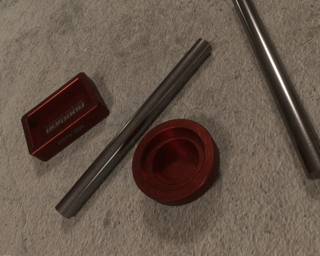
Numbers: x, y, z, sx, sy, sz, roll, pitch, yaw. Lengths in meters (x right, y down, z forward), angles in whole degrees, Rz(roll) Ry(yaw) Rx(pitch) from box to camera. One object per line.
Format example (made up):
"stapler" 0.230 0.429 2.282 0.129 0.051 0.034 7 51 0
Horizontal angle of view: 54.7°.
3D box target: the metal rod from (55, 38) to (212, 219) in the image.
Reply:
"metal rod" -0.031 -0.005 0.421 0.025 0.025 0.300 34 80 38

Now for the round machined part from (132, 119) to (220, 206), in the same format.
"round machined part" 0.021 0.042 0.355 0.098 0.042 0.098 -13 56 20

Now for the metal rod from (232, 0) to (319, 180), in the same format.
"metal rod" 0.136 -0.079 0.380 0.025 0.025 0.299 -20 54 16

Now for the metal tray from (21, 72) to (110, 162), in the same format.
"metal tray" -0.152 -0.019 0.489 0.130 0.030 0.090 -36 51 3
